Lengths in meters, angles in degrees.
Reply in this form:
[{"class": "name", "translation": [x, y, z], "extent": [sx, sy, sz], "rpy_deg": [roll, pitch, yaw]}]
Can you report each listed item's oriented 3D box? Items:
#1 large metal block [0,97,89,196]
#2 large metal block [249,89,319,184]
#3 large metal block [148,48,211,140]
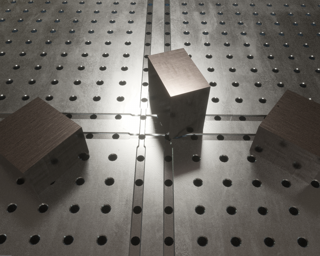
[{"class": "large metal block", "translation": [-0.148, 0.019, 0.373], "extent": [0.080, 0.050, 0.080], "rpy_deg": [32, 57, 23]}, {"class": "large metal block", "translation": [0.173, 0.008, 0.387], "extent": [0.080, 0.050, 0.080], "rpy_deg": [31, 56, 23]}, {"class": "large metal block", "translation": [0.022, -0.045, 0.410], "extent": [0.050, 0.080, 0.080], "rpy_deg": [-16, 52, -13]}]
